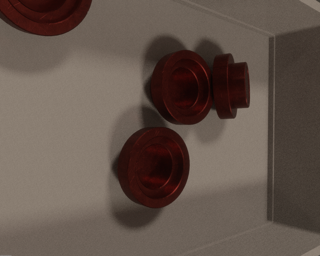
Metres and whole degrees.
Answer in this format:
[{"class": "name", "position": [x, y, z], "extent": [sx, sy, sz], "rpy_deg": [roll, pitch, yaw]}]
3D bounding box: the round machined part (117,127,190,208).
[{"class": "round machined part", "position": [-0.012, 0.047, 0.388], "extent": [0.099, 0.042, 0.097], "rpy_deg": [0, 90, -40]}]

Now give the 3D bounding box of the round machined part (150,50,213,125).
[{"class": "round machined part", "position": [0.026, -0.053, 0.419], "extent": [0.099, 0.042, 0.097], "rpy_deg": [0, 90, -40]}]

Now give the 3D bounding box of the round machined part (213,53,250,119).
[{"class": "round machined part", "position": [0.110, -0.063, 0.464], "extent": [0.098, 0.042, 0.097], "rpy_deg": [-3, 90, -69]}]

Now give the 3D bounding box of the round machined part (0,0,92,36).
[{"class": "round machined part", "position": [-0.116, -0.137, 0.288], "extent": [0.099, 0.042, 0.097], "rpy_deg": [-18, 118, -38]}]
